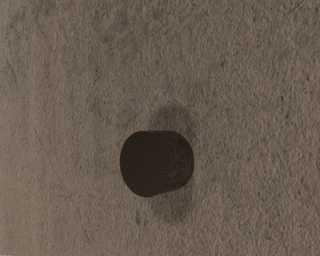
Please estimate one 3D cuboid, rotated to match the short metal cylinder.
[{"bbox_3d":[-0.004,0.043,0.391,0.080,0.050,0.079,0,90,39],"label":"short metal cylinder"}]
